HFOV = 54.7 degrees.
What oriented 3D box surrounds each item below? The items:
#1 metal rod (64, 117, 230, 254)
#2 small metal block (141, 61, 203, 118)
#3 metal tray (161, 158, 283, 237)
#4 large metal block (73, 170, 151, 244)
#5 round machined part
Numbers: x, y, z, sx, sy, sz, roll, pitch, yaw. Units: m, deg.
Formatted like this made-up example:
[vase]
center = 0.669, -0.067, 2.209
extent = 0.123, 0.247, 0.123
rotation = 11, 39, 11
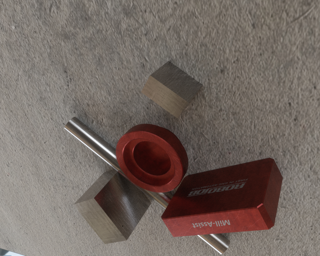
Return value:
[metal rod]
center = -0.020, 0.086, 0.470
extent = 0.300, 0.025, 0.025
rotation = 39, 129, 2
[small metal block]
center = 0.015, -0.045, 0.355
extent = 0.050, 0.050, 0.025
rotation = 36, 129, 4
[metal tray]
center = 0.075, 0.085, 0.377
extent = 0.130, 0.090, 0.030
rotation = -19, 108, 35
[large metal block]
center = -0.071, 0.118, 0.482
extent = 0.050, 0.080, 0.080
rotation = -25, 105, 37
[round machined part]
center = -0.007, 0.036, 0.422
extent = 0.098, 0.042, 0.097
rotation = 13, 124, 21
